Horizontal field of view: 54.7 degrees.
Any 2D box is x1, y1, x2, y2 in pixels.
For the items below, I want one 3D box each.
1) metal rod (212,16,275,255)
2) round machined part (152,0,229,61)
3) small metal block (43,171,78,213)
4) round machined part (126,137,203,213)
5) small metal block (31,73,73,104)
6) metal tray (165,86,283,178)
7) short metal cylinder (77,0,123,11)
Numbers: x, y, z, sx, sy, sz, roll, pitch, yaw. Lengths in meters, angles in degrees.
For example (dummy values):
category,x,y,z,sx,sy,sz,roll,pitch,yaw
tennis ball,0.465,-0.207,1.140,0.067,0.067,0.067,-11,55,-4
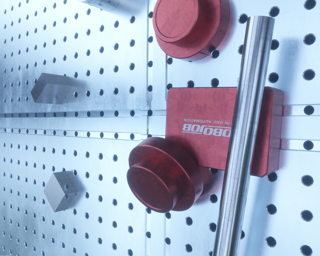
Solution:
category,x,y,z,sx,sy,sz,roll,pitch,yaw
metal rod,0.077,0.045,0.306,0.025,0.025,0.298,12,98,39
round machined part,0.030,-0.133,0.374,0.098,0.042,0.097,0,90,40
small metal block,-0.181,0.115,0.559,0.050,0.025,0.050,49,119,28
round machined part,-0.001,0.063,0.372,0.098,0.042,0.097,23,133,28
small metal block,-0.193,-0.069,0.553,0.050,0.050,0.025,-46,63,30
metal tray,0.066,0.000,0.352,0.130,0.030,0.089,5,94,39
short metal cylinder,-0.092,-0.225,0.469,0.080,0.050,0.080,0,90,40
